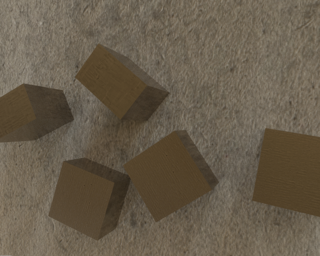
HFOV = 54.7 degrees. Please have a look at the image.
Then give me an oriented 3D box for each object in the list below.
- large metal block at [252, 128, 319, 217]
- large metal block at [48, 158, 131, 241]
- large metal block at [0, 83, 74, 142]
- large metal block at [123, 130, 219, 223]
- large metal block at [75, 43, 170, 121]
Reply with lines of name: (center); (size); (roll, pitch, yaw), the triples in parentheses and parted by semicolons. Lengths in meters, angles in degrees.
large metal block: (0.152, 0.046, 0.342); (0.080, 0.050, 0.079); (11, 94, 19)
large metal block: (-0.096, 0.094, 0.428); (0.080, 0.050, 0.080); (19, 96, 18)
large metal block: (-0.187, -0.019, 0.444); (0.080, 0.080, 0.050); (-25, 82, 18)
large metal block: (0.015, 0.058, 0.390); (0.080, 0.050, 0.080); (-35, 79, 16)
large metal block: (-0.045, -0.054, 0.395); (0.080, 0.080, 0.050); (42, 103, 15)
